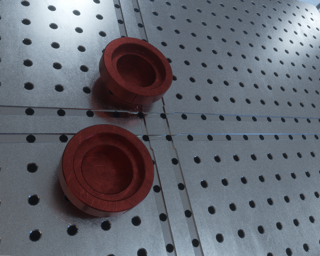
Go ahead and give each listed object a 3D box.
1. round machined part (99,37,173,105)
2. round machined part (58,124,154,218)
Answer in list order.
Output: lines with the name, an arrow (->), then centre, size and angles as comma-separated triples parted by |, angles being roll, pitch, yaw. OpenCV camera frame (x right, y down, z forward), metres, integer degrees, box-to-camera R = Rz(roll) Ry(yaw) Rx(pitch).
round machined part -> -0.036, -0.073, 0.424 | 0.099, 0.042, 0.098 | 14, 56, -21
round machined part -> -0.059, 0.048, 0.337 | 0.099, 0.042, 0.098 | 14, 56, -21
